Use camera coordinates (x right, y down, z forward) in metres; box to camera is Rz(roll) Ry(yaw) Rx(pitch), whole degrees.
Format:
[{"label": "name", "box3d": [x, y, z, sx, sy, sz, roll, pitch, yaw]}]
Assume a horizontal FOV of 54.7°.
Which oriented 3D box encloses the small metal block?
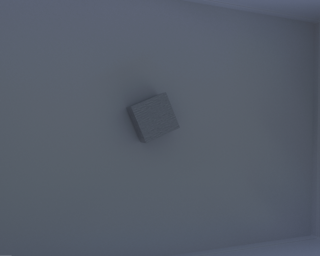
[{"label": "small metal block", "box3d": [-0.009, -0.014, 0.404, 0.050, 0.025, 0.050, -25, 99, -19]}]
